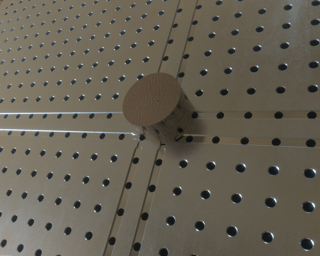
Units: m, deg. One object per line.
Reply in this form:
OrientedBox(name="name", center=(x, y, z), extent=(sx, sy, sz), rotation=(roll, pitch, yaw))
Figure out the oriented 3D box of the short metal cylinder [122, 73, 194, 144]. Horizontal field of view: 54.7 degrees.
OrientedBox(name="short metal cylinder", center=(-0.002, -0.026, 0.407), extent=(0.080, 0.050, 0.080), rotation=(-13, 56, 20))
